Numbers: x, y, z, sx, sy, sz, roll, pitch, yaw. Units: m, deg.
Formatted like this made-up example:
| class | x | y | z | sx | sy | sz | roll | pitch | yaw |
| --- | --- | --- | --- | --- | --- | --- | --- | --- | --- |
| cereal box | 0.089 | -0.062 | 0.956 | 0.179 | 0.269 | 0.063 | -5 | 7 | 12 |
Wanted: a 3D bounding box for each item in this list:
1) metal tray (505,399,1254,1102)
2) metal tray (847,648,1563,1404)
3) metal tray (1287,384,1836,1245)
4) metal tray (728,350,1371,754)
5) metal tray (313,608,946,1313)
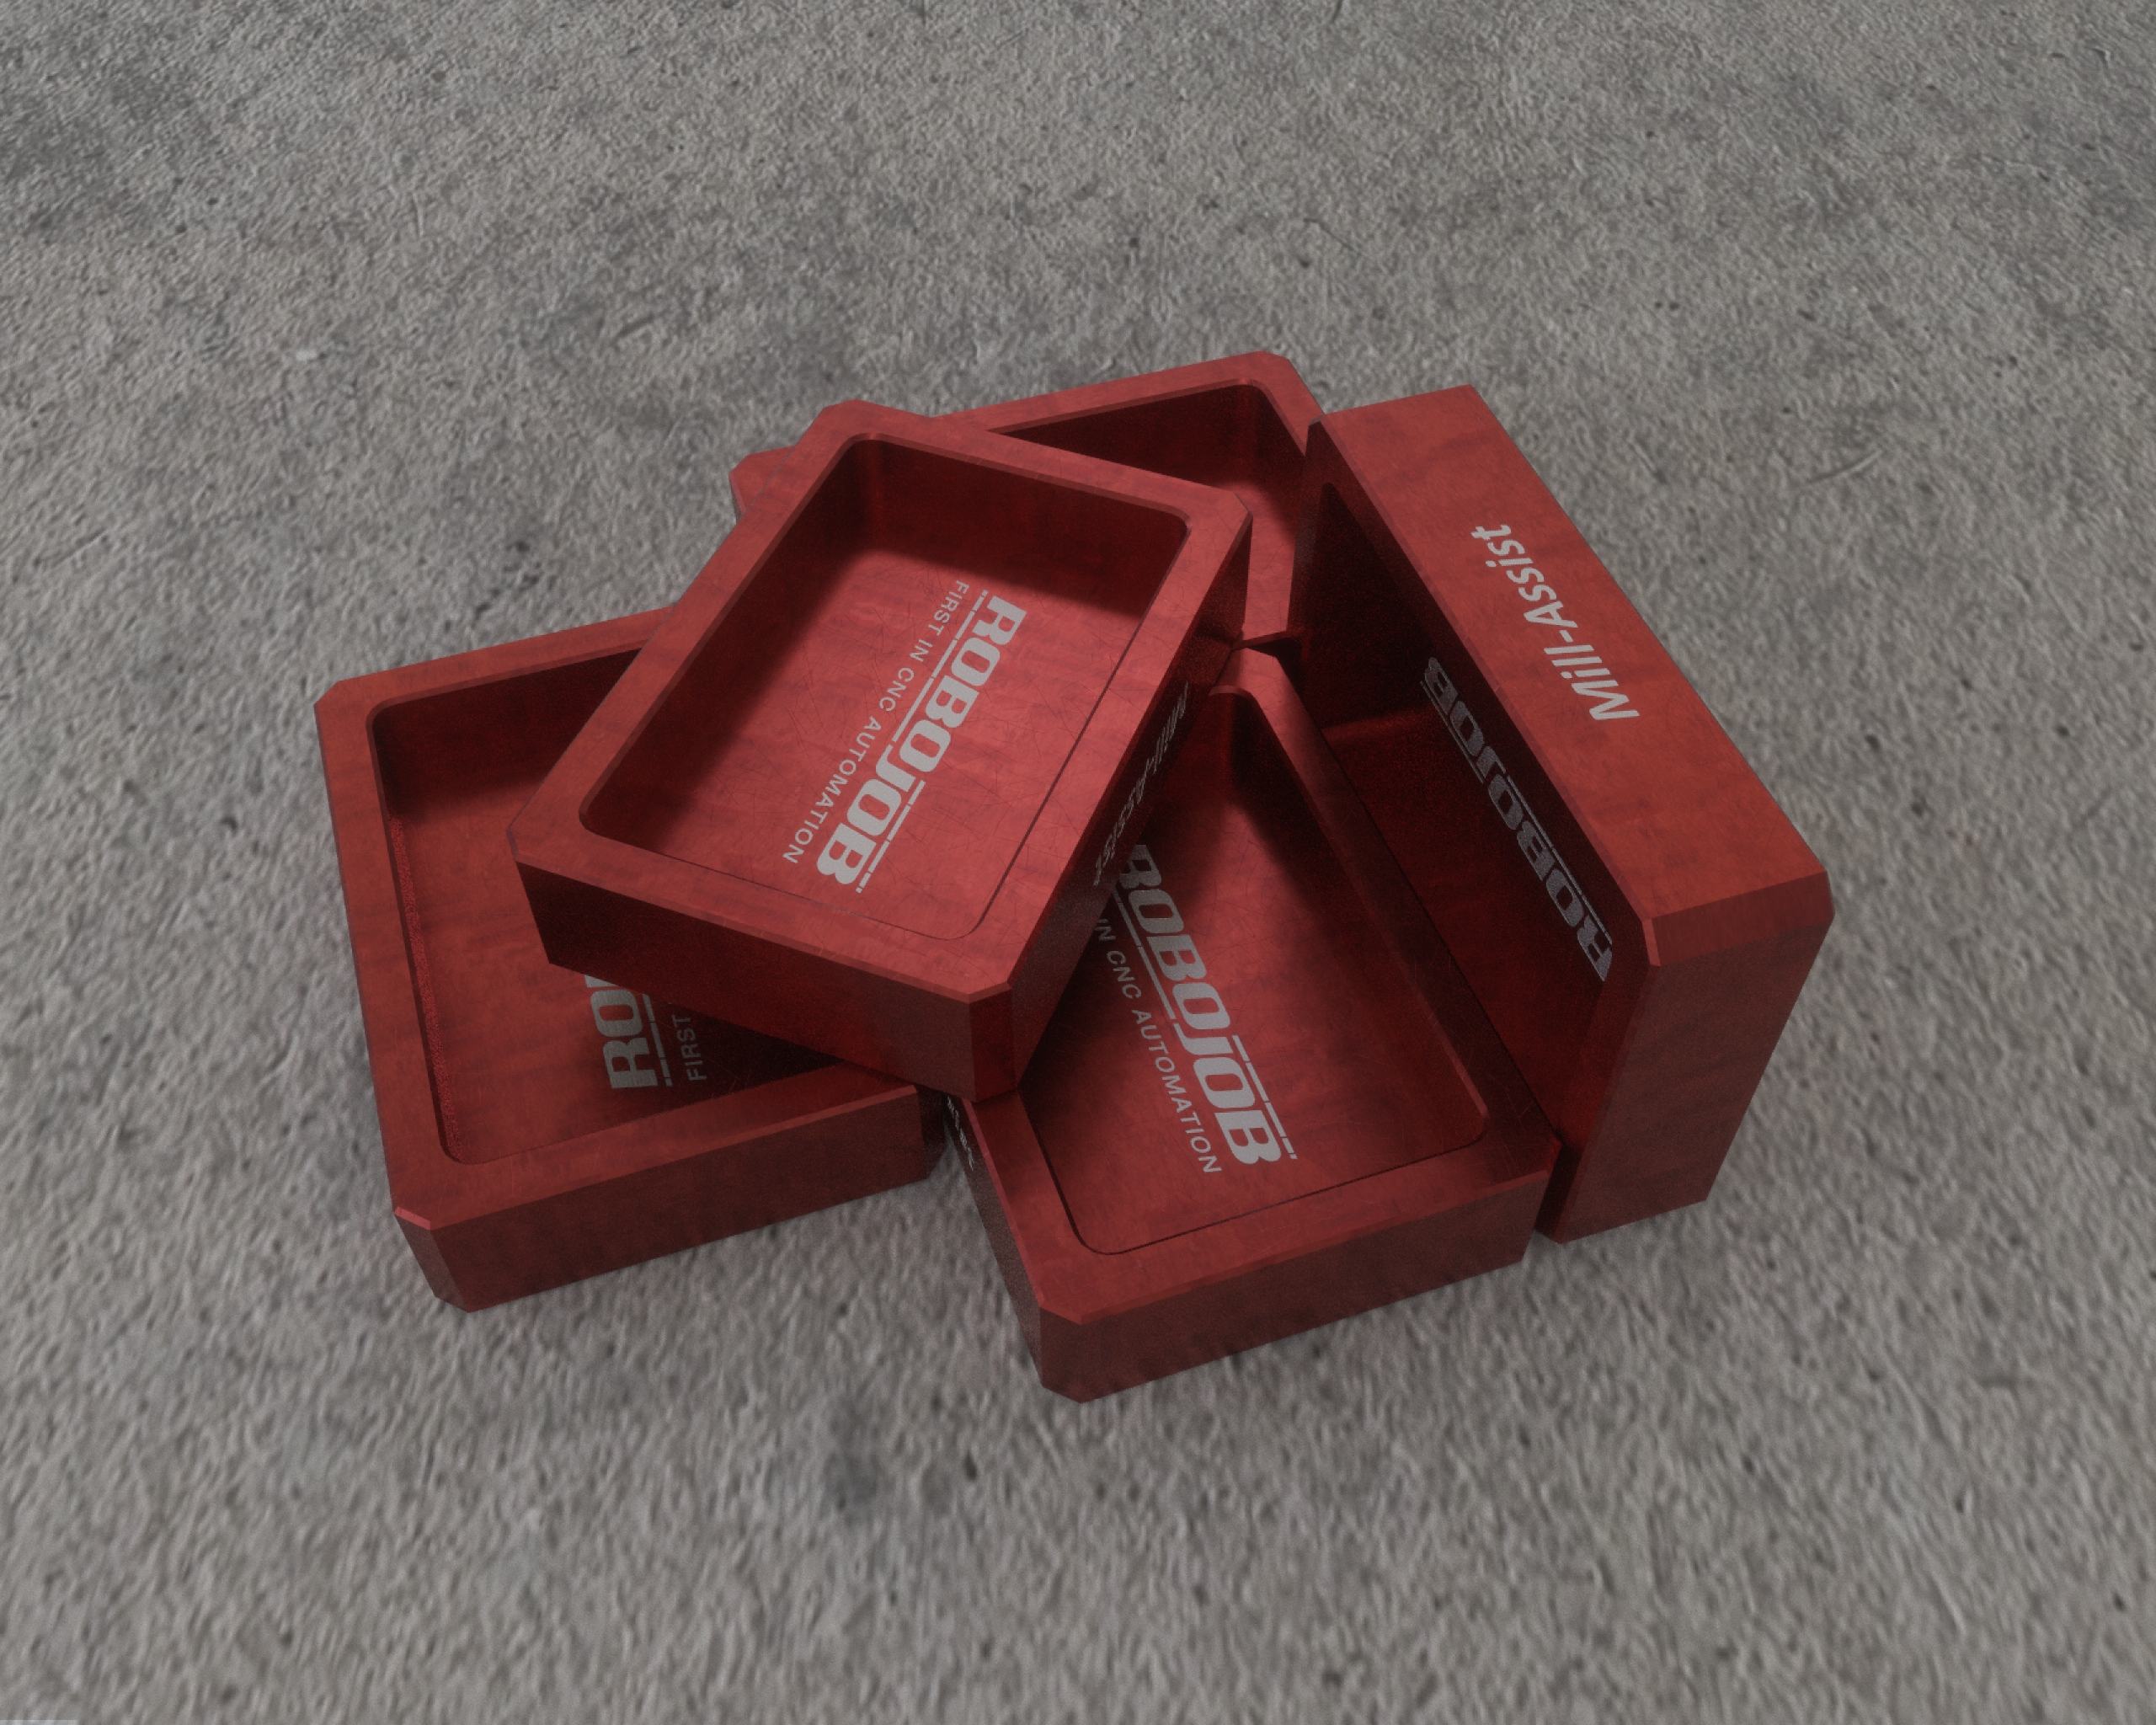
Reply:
| class | x | y | z | sx | sy | sz | roll | pitch | yaw |
| --- | --- | --- | --- | --- | --- | --- | --- | --- | --- |
| metal tray | -0.031 | -0.027 | 0.381 | 0.090 | 0.030 | 0.130 | 17 | 52 | 13 |
| metal tray | 0.017 | 0.023 | 0.380 | 0.091 | 0.030 | 0.130 | -15 | 52 | -12 |
| metal tray | 0.076 | -0.010 | 0.369 | 0.030 | 0.089 | 0.130 | -14 | 52 | -12 |
| metal tray | -0.001 | -0.062 | 0.451 | 0.131 | 0.030 | 0.090 | -14 | 52 | -12 |
| metal tray | -0.086 | 0.010 | 0.390 | 0.091 | 0.030 | 0.130 | -15 | 52 | -12 |
